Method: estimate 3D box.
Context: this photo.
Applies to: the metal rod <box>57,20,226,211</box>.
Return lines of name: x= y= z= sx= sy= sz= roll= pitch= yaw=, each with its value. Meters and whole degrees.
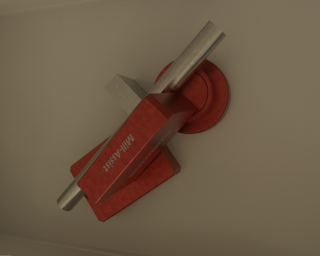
metal rod: x=-0.034 y=-0.002 z=0.378 sx=0.025 sy=0.025 sz=0.299 roll=47 pitch=108 yaw=14

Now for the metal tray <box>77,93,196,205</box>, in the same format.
metal tray: x=-0.023 y=0.019 z=0.341 sx=0.030 sy=0.090 sz=0.129 roll=44 pitch=110 yaw=11

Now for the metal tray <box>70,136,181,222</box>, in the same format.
metal tray: x=-0.049 y=0.056 z=0.423 sx=0.130 sy=0.030 sz=0.090 roll=-36 pitch=79 yaw=16

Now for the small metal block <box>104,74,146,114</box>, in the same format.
small metal block: x=-0.037 y=-0.042 z=0.408 sx=0.025 sy=0.050 sz=0.050 roll=-46 pitch=76 yaw=14

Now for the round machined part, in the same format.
round machined part: x=0.036 y=-0.041 z=0.386 sx=0.098 sy=0.042 sz=0.097 roll=0 pitch=90 yaw=19
